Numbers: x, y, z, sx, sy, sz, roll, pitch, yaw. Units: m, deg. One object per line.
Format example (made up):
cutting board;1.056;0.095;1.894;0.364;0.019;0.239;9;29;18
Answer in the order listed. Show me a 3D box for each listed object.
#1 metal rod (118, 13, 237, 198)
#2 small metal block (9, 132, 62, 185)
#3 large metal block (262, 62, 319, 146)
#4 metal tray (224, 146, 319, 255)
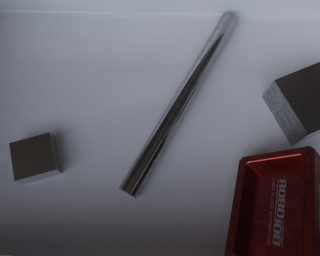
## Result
metal rod;0.033;-0.043;0.425;0.025;0.025;0.300;28;72;9
small metal block;-0.158;0.039;0.394;0.050;0.025;0.050;-16;71;-6
large metal block;0.198;-0.033;0.411;0.080;0.050;0.080;-22;72;-8
metal tray;0.124;0.087;0.332;0.030;0.090;0.130;42;50;-31
